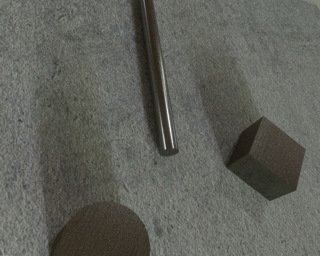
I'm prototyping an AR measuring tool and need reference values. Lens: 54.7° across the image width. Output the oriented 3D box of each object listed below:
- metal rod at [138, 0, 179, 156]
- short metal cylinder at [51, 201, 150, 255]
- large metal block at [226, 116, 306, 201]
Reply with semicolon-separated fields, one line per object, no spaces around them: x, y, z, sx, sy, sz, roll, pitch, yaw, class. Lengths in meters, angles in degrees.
-0.008;-0.100;0.462;0.025;0.025;0.299;6;59;-26;metal rod
-0.056;0.115;0.289;0.081;0.050;0.080;14;56;-21;short metal cylinder
0.154;0.044;0.447;0.080;0.050;0.080;38;51;-3;large metal block
